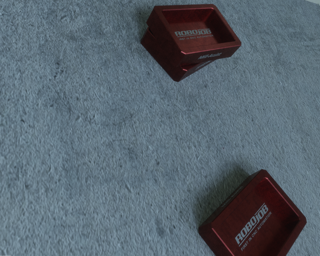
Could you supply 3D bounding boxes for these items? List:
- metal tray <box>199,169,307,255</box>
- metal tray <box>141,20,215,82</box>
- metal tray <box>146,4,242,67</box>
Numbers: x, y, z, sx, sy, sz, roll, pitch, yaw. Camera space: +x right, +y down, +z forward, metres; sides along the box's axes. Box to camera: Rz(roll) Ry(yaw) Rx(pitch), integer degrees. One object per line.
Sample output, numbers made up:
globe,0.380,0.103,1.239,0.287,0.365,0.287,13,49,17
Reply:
metal tray,0.120,0.122,0.390,0.131,0.030,0.090,-32,80,-38
metal tray,0.044,-0.138,0.508,0.090,0.030,0.131,50,51,7
metal tray,0.055,-0.147,0.480,0.131,0.030,0.090,-18,71,-35
